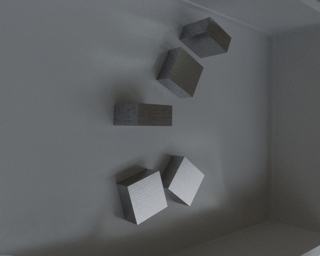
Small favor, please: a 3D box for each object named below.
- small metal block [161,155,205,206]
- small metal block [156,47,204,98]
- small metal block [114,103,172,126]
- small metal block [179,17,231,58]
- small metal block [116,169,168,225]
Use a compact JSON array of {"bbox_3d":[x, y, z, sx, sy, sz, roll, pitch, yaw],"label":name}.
[{"bbox_3d":[0.029,0.073,0.434,0.050,0.025,0.050,44,63,-31],"label":"small metal block"},{"bbox_3d":[0.029,-0.076,0.433,0.050,0.025,0.050,33,69,-35],"label":"small metal block"},{"bbox_3d":[-0.021,-0.015,0.375,0.050,0.050,0.025,0,90,-40],"label":"small metal block"},{"bbox_3d":[0.065,-0.129,0.447,0.050,0.050,0.025,30,72,-37],"label":"small metal block"},{"bbox_3d":[-0.022,0.085,0.390,0.050,0.025,0.050,-21,104,-38],"label":"small metal block"}]
